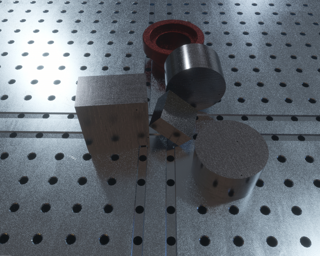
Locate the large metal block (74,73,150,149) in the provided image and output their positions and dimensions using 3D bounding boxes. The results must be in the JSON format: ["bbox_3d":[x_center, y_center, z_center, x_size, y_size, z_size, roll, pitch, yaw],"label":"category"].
[{"bbox_3d":[-0.056,-0.020,0.388,0.081,0.080,0.050,-4,50,-3],"label":"large metal block"}]

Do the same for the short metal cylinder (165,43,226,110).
[{"bbox_3d":[0.047,-0.069,0.430,0.081,0.080,0.050,-2,50,-1],"label":"short metal cylinder"}]

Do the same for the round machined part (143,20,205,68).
[{"bbox_3d":[0.022,-0.133,0.509,0.099,0.042,0.098,0,50,0],"label":"round machined part"}]

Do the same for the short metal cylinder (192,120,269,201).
[{"bbox_3d":[0.079,0.037,0.361,0.081,0.050,0.080,0,50,0],"label":"short metal cylinder"}]

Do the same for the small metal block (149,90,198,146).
[{"bbox_3d":[0.019,-0.013,0.402,0.050,0.025,0.050,34,48,-20],"label":"small metal block"}]
